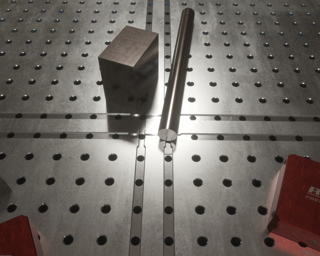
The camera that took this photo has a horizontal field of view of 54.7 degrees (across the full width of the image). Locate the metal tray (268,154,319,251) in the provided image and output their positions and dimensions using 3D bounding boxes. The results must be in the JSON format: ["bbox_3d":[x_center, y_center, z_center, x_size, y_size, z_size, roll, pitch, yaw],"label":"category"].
[{"bbox_3d":[0.193,0.089,0.332,0.130,0.030,0.090,19,52,15],"label":"metal tray"}]

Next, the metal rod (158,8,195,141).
[{"bbox_3d":[0.032,-0.105,0.495,0.025,0.025,0.300,7,50,5],"label":"metal rod"}]

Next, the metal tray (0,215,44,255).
[{"bbox_3d":[-0.173,0.147,0.278,0.131,0.030,0.090,-21,53,-17],"label":"metal tray"}]

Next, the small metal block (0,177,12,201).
[{"bbox_3d":[-0.207,0.069,0.347,0.050,0.025,0.050,30,56,22],"label":"small metal block"}]

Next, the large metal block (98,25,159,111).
[{"bbox_3d":[-0.041,-0.086,0.444,0.050,0.080,0.080,18,52,14],"label":"large metal block"}]
